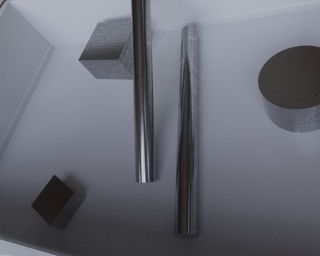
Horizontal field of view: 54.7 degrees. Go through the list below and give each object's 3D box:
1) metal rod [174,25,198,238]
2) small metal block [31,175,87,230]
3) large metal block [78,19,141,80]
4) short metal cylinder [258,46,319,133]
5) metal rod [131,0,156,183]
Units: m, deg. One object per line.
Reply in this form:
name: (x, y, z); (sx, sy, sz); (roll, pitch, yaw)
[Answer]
metal rod: (0.036, -0.017, 0.396); (0.025, 0.025, 0.299); (-10, 57, 23)
small metal block: (-0.136, 0.099, 0.414); (0.050, 0.025, 0.050); (26, 76, 36)
large metal block: (-0.072, -0.126, 0.503); (0.080, 0.050, 0.080); (6, 65, 30)
short metal cylinder: (0.152, -0.042, 0.335); (0.080, 0.050, 0.080); (-13, 56, 20)
metal rod: (-0.022, -0.083, 0.389); (0.025, 0.025, 0.298); (-4, 84, 26)
